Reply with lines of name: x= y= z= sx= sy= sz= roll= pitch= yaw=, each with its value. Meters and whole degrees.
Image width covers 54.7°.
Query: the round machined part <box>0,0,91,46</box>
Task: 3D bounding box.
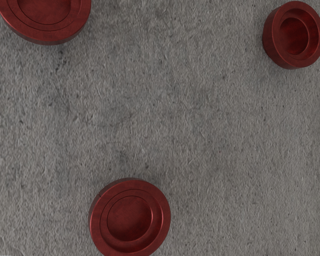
round machined part: x=-0.131 y=-0.142 z=0.351 sx=0.099 sy=0.042 sz=0.097 roll=0 pitch=90 yaw=-20

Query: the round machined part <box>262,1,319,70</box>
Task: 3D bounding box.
round machined part: x=0.197 y=-0.137 z=0.472 sx=0.099 sy=0.042 sz=0.097 roll=0 pitch=90 yaw=-20

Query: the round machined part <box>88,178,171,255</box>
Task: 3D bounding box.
round machined part: x=-0.040 y=0.110 z=0.385 sx=0.099 sy=0.042 sz=0.097 roll=0 pitch=90 yaw=-20
